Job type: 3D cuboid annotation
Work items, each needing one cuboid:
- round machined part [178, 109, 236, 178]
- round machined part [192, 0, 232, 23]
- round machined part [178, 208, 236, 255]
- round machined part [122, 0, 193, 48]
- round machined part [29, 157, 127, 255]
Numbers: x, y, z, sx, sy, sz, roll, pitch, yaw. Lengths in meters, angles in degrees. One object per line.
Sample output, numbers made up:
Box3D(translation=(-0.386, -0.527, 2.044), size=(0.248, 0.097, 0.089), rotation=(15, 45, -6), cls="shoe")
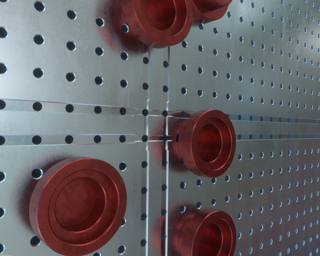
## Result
Box3D(translation=(0.065, 0.022, 0.455), size=(0.099, 0.042, 0.097), rotation=(0, 90, -40), cls="round machined part")
Box3D(translation=(0.075, -0.211, 0.463), size=(0.099, 0.042, 0.097), rotation=(0, 90, -40), cls="round machined part")
Box3D(translation=(0.066, 0.167, 0.456), size=(0.099, 0.042, 0.097), rotation=(0, 90, -40), cls="round machined part")
Box3D(translation=(-0.007, -0.150, 0.393), size=(0.099, 0.042, 0.097), rotation=(0, 90, -40), cls="round machined part")
Box3D(translation=(-0.087, 0.079, 0.327), size=(0.099, 0.042, 0.097), rotation=(0, 90, -40), cls="round machined part")
